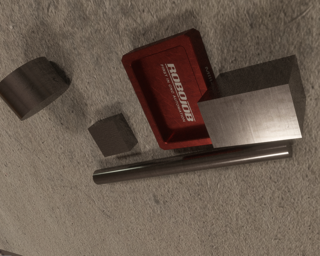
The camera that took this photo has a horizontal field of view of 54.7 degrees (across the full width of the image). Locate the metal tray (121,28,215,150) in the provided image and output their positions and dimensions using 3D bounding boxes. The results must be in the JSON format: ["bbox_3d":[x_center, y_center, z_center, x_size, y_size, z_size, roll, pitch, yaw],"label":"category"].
[{"bbox_3d":[0.021,-0.040,0.366,0.090,0.030,0.129,-10,114,32],"label":"metal tray"}]

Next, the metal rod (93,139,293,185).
[{"bbox_3d":[0.021,0.051,0.425,0.300,0.025,0.025,-14,111,33],"label":"metal rod"}]

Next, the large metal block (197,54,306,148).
[{"bbox_3d":[0.094,-0.027,0.305,0.080,0.080,0.050,-10,114,32],"label":"large metal block"}]

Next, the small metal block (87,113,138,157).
[{"bbox_3d":[-0.068,0.011,0.448,0.050,0.025,0.050,-16,111,34],"label":"small metal block"}]

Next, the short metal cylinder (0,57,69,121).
[{"bbox_3d":[-0.174,-0.054,0.427,0.080,0.080,0.050,-30,102,37],"label":"short metal cylinder"}]
